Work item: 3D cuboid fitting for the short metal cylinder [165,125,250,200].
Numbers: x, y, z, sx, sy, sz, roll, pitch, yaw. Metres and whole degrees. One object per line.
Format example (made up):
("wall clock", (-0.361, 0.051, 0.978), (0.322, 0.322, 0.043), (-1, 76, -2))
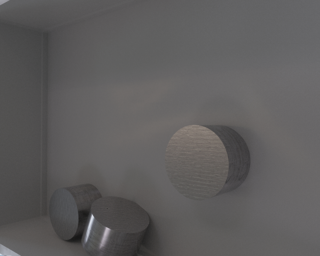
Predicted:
("short metal cylinder", (0.053, 0.036, 0.347), (0.080, 0.050, 0.080), (0, 90, 40))

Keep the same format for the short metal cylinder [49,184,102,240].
("short metal cylinder", (-0.135, 0.134, 0.502), (0.080, 0.050, 0.080), (0, 90, 40))

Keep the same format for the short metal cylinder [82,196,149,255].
("short metal cylinder", (-0.060, 0.137, 0.421), (0.080, 0.081, 0.050), (30, 109, 36))
